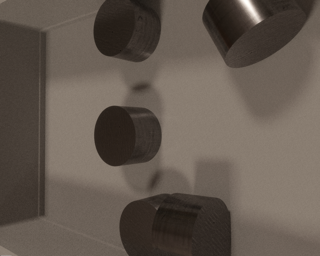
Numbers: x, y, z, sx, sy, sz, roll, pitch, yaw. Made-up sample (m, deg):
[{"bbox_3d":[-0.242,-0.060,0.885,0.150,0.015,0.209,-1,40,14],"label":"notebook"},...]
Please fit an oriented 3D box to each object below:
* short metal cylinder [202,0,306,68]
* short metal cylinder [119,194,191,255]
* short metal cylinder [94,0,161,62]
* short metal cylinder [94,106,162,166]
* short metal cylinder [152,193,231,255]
[{"bbox_3d":[0.088,-0.102,0.297,0.080,0.081,0.050,-36,68,34],"label":"short metal cylinder"},{"bbox_3d":[-0.005,0.128,0.393,0.080,0.050,0.079,0,90,39],"label":"short metal cylinder"},{"bbox_3d":[-0.046,-0.134,0.426,0.080,0.050,0.079,0,90,39],"label":"short metal cylinder"},{"bbox_3d":[-0.045,0.010,0.425,0.080,0.050,0.079,0,90,39],"label":"short metal cylinder"},{"bbox_3d":[0.036,0.114,0.340,0.050,0.081,0.079,-3,89,40],"label":"short metal cylinder"}]
